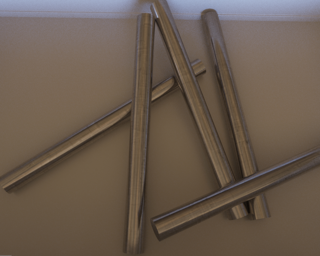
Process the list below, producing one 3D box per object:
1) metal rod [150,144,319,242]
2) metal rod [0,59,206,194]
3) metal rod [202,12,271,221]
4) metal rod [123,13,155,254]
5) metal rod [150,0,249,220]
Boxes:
[{"bbox_3d":[0.131,0.058,0.365,0.302,0.025,0.025,-19,71,-17],"label":"metal rod"},{"bbox_3d":[-0.066,-0.009,0.411,0.301,0.025,0.025,-33,74,-12],"label":"metal rod"},{"bbox_3d":[0.098,-0.030,0.421,0.025,0.025,0.299,-8,70,-3],"label":"metal rod"},{"bbox_3d":[-0.025,-0.003,0.388,0.025,0.025,0.299,2,78,0],"label":"metal rod"},{"bbox_3d":[0.046,-0.032,0.401,0.025,0.025,0.299,-18,79,-7],"label":"metal rod"}]
